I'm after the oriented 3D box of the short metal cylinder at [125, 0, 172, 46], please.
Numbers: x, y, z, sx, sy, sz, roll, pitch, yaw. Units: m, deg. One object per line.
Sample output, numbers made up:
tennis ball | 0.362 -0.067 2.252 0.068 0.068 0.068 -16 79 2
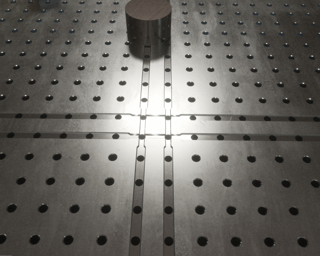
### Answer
short metal cylinder | -0.020 -0.191 0.552 0.081 0.050 0.080 0 50 0
